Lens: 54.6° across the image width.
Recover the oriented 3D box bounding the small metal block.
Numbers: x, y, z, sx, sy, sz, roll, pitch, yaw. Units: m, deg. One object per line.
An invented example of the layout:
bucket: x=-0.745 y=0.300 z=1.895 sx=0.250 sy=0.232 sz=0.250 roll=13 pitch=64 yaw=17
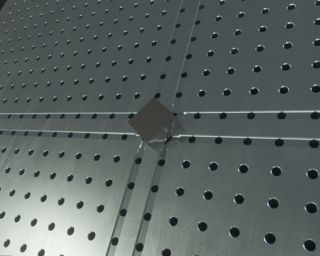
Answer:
small metal block: x=-0.007 y=-0.006 z=0.417 sx=0.050 sy=0.025 sz=0.050 roll=-44 pitch=51 yaw=-2
